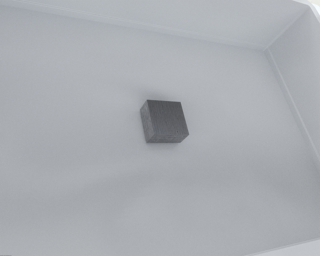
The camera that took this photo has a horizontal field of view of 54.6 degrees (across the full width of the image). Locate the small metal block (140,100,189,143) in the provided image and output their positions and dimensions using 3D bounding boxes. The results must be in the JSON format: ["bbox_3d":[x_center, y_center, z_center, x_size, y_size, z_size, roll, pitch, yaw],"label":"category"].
[{"bbox_3d":[0.005,-0.008,0.408,0.050,0.025,0.050,1,61,-27],"label":"small metal block"}]
